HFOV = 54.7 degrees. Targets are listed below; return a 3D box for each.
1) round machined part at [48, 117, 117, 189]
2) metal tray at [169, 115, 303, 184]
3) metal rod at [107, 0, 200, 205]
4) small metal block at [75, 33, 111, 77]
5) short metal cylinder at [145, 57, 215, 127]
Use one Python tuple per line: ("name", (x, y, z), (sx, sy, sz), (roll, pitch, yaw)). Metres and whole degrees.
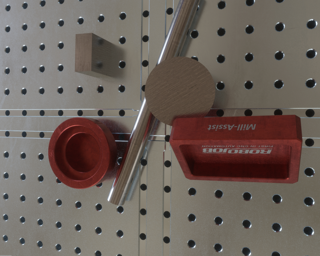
("round machined part", (-0.104, 0.034, 0.439), (0.098, 0.042, 0.097), (0, 90, 19))
("metal tray", (0.085, 0.026, 0.347), (0.130, 0.090, 0.030), (-1, 53, 19))
("metal rod", (-0.010, -0.036, 0.415), (0.025, 0.025, 0.298), (23, 97, 18))
("small metal block", (-0.092, -0.100, 0.431), (0.025, 0.050, 0.050), (2, 91, 20))
("short metal cylinder", (0.022, -0.044, 0.376), (0.081, 0.050, 0.079), (0, 98, -2))
